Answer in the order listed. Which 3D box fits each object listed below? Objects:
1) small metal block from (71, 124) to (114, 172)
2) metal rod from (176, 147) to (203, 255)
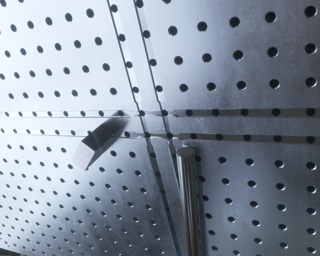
[{"bbox_3d":[-0.101,0.029,0.464,0.025,0.050,0.050,38,129,3],"label":"small metal block"},{"bbox_3d":[0.052,0.162,0.482,0.025,0.025,0.298,7,122,24],"label":"metal rod"}]
